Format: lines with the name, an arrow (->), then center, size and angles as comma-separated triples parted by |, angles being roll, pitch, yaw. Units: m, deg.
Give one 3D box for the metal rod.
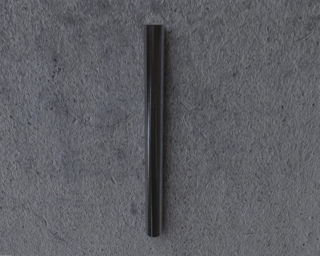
metal rod -> -0.008, 0.017, 0.417 | 0.025, 0.025, 0.298 | 0, 110, -1
